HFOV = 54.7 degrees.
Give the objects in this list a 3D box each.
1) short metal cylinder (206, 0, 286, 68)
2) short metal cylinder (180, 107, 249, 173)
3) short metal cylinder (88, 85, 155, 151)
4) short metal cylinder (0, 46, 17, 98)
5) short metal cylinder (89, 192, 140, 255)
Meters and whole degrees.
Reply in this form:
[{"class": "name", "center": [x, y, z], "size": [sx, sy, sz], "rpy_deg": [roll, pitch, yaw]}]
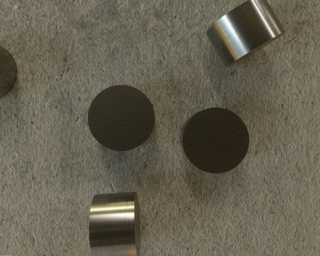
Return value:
[{"class": "short metal cylinder", "center": [0.105, -0.117, 0.383], "size": [0.080, 0.080, 0.050], "rpy_deg": [-30, 90, 0]}, {"class": "short metal cylinder", "center": [0.067, 0.015, 0.398], "size": [0.081, 0.050, 0.080], "rpy_deg": [0, 90, 0]}, {"class": "short metal cylinder", "center": [-0.046, -0.012, 0.397], "size": [0.081, 0.050, 0.080], "rpy_deg": [0, 90, 0]}, {"class": "short metal cylinder", "center": [-0.234, -0.076, 0.395], "size": [0.081, 0.050, 0.080], "rpy_deg": [0, 90, 0]}, {"class": "short metal cylinder", "center": [-0.053, 0.121, 0.382], "size": [0.050, 0.080, 0.080], "rpy_deg": [-4, 90, 0]}]
